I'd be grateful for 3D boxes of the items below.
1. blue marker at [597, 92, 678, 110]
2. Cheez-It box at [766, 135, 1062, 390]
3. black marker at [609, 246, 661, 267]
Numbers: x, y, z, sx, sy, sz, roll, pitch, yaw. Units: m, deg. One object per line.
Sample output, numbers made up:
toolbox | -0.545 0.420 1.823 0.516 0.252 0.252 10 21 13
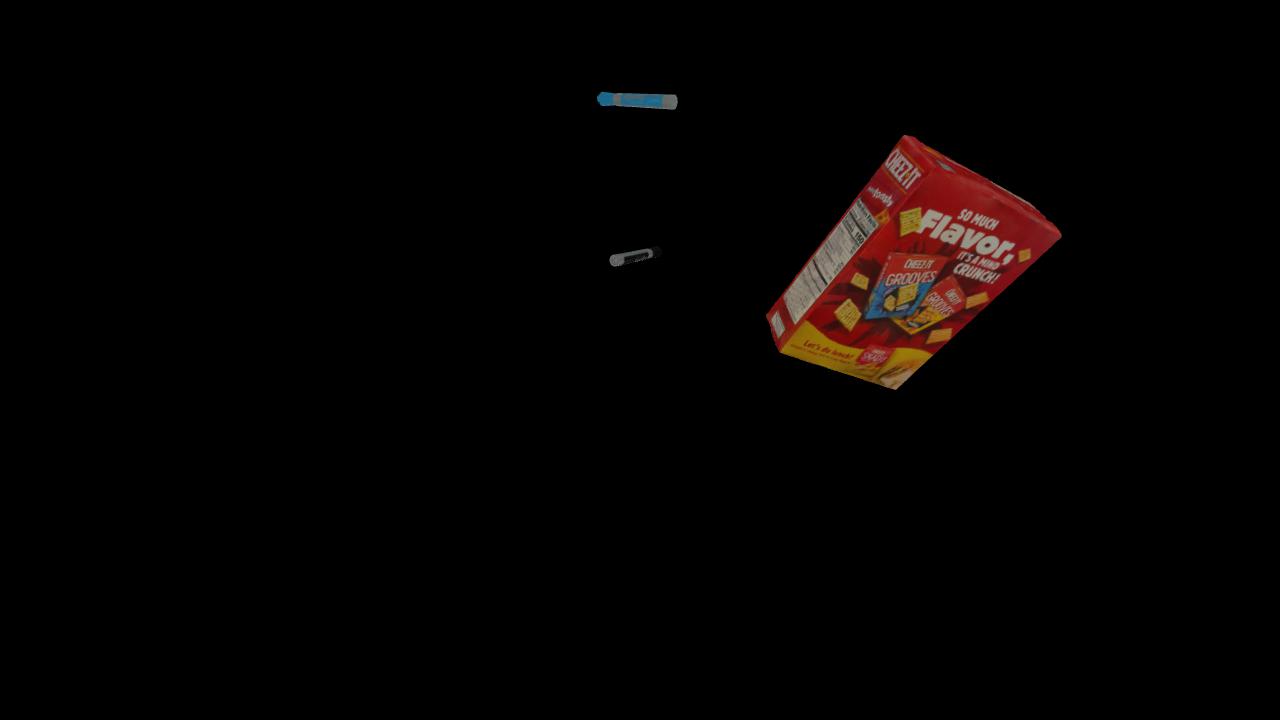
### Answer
blue marker | -0.006 -0.359 0.851 0.121 0.020 0.020 14 6 25
Cheez-It box | 0.256 -0.081 0.605 0.166 0.071 0.223 16 -51 -22
black marker | -0.004 -0.171 1.006 0.020 0.020 0.121 0 15 40
